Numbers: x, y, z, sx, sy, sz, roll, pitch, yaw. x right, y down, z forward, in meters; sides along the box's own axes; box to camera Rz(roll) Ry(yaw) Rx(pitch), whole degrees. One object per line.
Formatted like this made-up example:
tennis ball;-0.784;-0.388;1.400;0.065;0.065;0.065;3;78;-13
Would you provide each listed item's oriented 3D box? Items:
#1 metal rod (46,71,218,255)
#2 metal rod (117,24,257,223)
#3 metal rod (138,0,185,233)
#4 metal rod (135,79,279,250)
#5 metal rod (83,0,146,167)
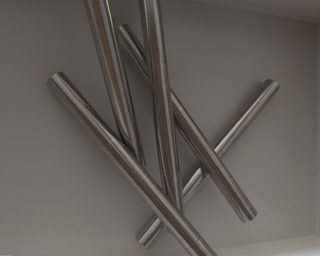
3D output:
metal rod;-0.027;0.056;0.365;0.025;0.025;0.300;-40;90;-16
metal rod;0.035;-0.003;0.405;0.025;0.025;0.299;-37;95;-17
metal rod;0.003;-0.018;0.377;0.025;0.025;0.298;-9;96;-20
metal rod;0.075;0.042;0.439;0.025;0.025;0.301;46;75;-15
metal rod;-0.053;-0.077;0.324;0.025;0.025;0.298;-22;124;-19
